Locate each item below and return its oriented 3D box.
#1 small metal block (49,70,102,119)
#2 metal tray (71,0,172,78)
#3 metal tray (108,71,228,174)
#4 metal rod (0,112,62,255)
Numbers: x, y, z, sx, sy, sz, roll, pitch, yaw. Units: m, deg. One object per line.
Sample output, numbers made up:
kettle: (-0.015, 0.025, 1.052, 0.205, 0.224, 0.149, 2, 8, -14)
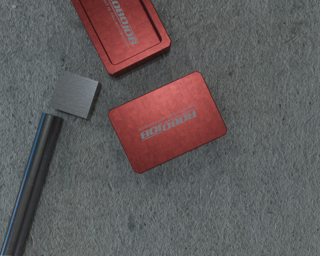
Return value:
small metal block: (-0.110, -0.043, 0.409, 0.050, 0.025, 0.050, 18, 90, -1)
metal tray: (-0.053, -0.143, 0.406, 0.090, 0.030, 0.130, -27, 90, -1)
metal tray: (0.010, -0.007, 0.408, 0.131, 0.030, 0.090, -25, 90, -1)
metal rod: (-0.185, 0.126, 0.407, 0.025, 0.025, 0.298, 17, 90, -1)
